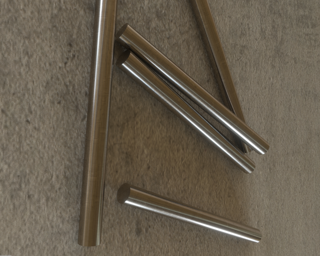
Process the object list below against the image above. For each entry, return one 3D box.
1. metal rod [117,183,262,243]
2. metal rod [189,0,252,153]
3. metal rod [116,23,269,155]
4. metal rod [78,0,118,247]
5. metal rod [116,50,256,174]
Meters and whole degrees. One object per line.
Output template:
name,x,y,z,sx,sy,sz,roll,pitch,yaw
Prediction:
metal rod,0.063,0.135,0.460,0.301,0.025,0.025,28,72,-37
metal rod,0.096,-0.094,0.487,0.025,0.025,0.299,-36,112,-34
metal rod,0.062,-0.041,0.441,0.301,0.025,0.025,34,69,-29
metal rod,-0.068,-0.022,0.348,0.025,0.025,0.298,6,86,-40
metal rod,0.055,-0.008,0.453,0.301,0.025,0.025,37,67,-34
